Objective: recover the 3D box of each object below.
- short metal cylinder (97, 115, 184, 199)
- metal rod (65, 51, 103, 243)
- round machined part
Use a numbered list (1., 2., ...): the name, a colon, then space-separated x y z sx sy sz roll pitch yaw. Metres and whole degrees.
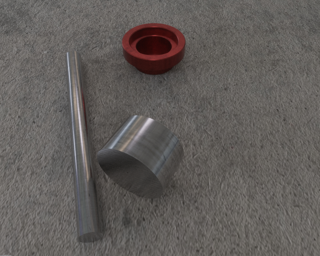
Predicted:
1. short metal cylinder: -0.021 0.032 0.340 0.080 0.080 0.050 22 54 17
2. metal rod: -0.104 -0.002 0.404 0.025 0.025 0.300 -10 51 -9
3. round machined part: -0.010 -0.122 0.495 0.099 0.042 0.098 0 50 0
